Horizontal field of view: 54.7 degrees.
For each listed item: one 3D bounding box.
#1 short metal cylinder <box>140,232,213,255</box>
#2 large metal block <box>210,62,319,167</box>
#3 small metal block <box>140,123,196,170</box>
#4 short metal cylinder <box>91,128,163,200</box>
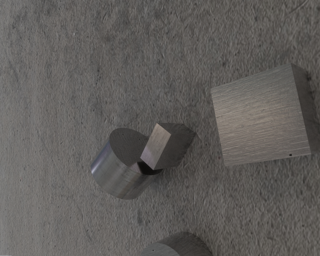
[{"bbox_3d":[0.020,0.172,0.372,0.080,0.050,0.079,0,90,40],"label":"short metal cylinder"},{"bbox_3d":[0.104,-0.009,0.303,0.080,0.050,0.080,-15,81,39],"label":"large metal block"},{"bbox_3d":[0.010,0.022,0.380,0.025,0.050,0.050,39,114,33],"label":"small metal block"},{"bbox_3d":[-0.042,0.045,0.404,0.050,0.081,0.080,-52,60,28],"label":"short metal cylinder"}]
